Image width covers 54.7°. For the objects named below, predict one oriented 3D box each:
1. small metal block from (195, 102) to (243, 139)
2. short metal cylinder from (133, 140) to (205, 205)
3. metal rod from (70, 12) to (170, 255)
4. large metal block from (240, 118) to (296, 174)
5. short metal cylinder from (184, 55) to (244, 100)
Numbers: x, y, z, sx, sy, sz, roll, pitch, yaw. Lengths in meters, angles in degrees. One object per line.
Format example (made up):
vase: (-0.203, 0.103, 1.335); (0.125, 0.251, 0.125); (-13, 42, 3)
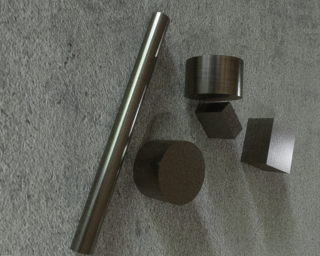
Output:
small metal block: (0.088, -0.011, 0.465); (0.025, 0.050, 0.050); (-46, 118, -30)
short metal cylinder: (0.013, 0.055, 0.401); (0.081, 0.050, 0.079); (0, 90, -40)
metal rod: (-0.042, -0.006, 0.371); (0.025, 0.025, 0.299); (28, 72, -37)
large metal block: (0.196, 0.033, 0.556); (0.080, 0.050, 0.080); (22, 76, -38)
short metal cylinder: (0.075, -0.067, 0.434); (0.081, 0.080, 0.050); (4, 88, -40)
